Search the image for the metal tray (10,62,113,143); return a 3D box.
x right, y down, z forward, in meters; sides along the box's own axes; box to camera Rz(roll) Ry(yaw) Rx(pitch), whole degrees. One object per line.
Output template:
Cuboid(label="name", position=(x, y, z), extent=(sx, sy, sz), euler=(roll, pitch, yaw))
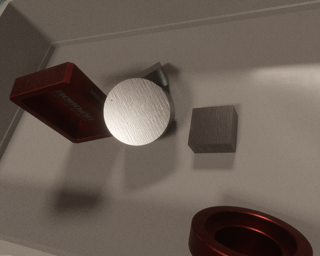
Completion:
Cuboid(label="metal tray", position=(-0.116, -0.026, 0.413), extent=(0.090, 0.130, 0.030), euler=(-11, 57, 22))

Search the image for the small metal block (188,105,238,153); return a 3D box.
Cuboid(label="small metal block", position=(0.064, 0.002, 0.370), extent=(0.050, 0.025, 0.050), euler=(-3, 60, 26))

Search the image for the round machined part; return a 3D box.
Cuboid(label="round machined part", position=(0.073, 0.108, 0.265), extent=(0.098, 0.099, 0.042), euler=(14, 103, 33))

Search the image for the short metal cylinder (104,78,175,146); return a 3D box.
Cuboid(label="short metal cylinder", position=(-0.024, -0.020, 0.389), extent=(0.080, 0.050, 0.079), euler=(0, 92, 9))

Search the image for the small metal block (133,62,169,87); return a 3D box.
Cuboid(label="small metal block", position=(-0.016, -0.067, 0.439), extent=(0.050, 0.025, 0.050), euler=(-28, 19, 10))
